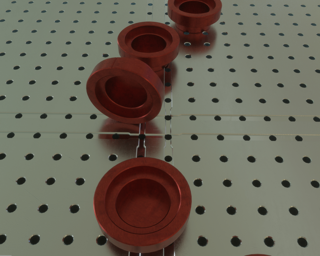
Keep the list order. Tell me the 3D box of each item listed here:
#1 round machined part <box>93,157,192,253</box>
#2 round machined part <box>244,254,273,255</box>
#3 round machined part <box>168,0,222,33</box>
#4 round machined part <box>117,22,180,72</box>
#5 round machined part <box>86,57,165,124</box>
[{"bbox_3d":[-0.017,0.083,0.327,0.099,0.042,0.098,0,50,0],"label":"round machined part"},{"bbox_3d":[0.094,0.158,0.265,0.099,0.042,0.098,0,50,0],"label":"round machined part"},{"bbox_3d":[0.063,-0.214,0.577,0.099,0.042,0.098,0,50,0],"label":"round machined part"},{"bbox_3d":[-0.018,-0.128,0.504,0.099,0.042,0.098,0,50,0],"label":"round machined part"},{"bbox_3d":[-0.042,-0.053,0.404,0.099,0.097,0.042,9,51,7],"label":"round machined part"}]
